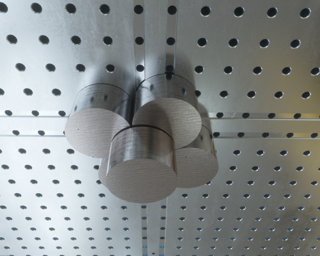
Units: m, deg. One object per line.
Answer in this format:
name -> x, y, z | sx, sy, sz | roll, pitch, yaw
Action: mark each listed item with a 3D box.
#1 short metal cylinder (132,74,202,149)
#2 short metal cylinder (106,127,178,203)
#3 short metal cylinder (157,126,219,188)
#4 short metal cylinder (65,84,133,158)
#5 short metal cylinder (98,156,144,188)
short metal cylinder -> 0.008, -0.018, 0.379 | 0.081, 0.050, 0.079 | 0, 130, 0
short metal cylinder -> -0.021, 0.045, 0.365 | 0.081, 0.050, 0.079 | -1, 132, -1
short metal cylinder -> 0.037, 0.038, 0.428 | 0.081, 0.050, 0.079 | 0, 130, 0
short metal cylinder -> -0.072, -0.008, 0.387 | 0.081, 0.050, 0.079 | 0, 130, 0
short metal cylinder -> -0.043, 0.049, 0.435 | 0.081, 0.050, 0.079 | 0, 130, 0
